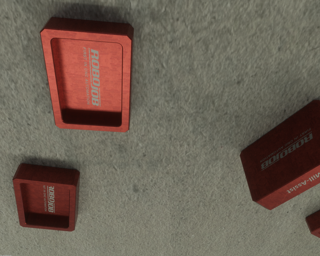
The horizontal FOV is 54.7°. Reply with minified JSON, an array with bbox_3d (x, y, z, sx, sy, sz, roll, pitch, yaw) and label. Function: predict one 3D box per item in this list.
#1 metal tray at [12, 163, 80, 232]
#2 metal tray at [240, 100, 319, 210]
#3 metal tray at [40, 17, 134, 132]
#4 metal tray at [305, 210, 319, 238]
[{"bbox_3d":[-0.180,0.116,0.499,0.091,0.030,0.129,8,130,-8],"label":"metal tray"},{"bbox_3d":[0.169,0.035,0.396,0.030,0.090,0.129,33,123,-25],"label":"metal tray"},{"bbox_3d":[-0.078,-0.055,0.355,0.091,0.030,0.129,4,130,-4],"label":"metal tray"},{"bbox_3d":[0.343,0.178,0.560,0.131,0.030,0.090,29,124,-23],"label":"metal tray"}]
